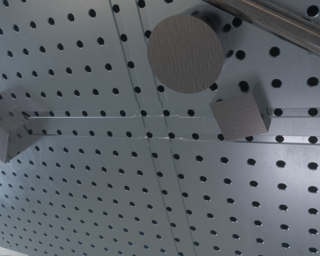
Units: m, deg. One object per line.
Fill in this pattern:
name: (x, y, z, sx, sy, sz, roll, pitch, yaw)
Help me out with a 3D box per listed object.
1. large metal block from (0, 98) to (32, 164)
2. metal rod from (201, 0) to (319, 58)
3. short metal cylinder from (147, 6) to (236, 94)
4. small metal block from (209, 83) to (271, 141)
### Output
large metal block: (-0.280, 0.002, 0.544, 0.080, 0.050, 0.079, 34, 129, 5)
metal rod: (0.112, -0.099, 0.290, 0.301, 0.025, 0.025, 30, 128, 9)
short metal cylinder: (0.034, -0.083, 0.326, 0.080, 0.050, 0.079, 13, 124, 21)
small metal block: (0.091, -0.017, 0.353, 0.050, 0.025, 0.050, -15, 111, 34)
